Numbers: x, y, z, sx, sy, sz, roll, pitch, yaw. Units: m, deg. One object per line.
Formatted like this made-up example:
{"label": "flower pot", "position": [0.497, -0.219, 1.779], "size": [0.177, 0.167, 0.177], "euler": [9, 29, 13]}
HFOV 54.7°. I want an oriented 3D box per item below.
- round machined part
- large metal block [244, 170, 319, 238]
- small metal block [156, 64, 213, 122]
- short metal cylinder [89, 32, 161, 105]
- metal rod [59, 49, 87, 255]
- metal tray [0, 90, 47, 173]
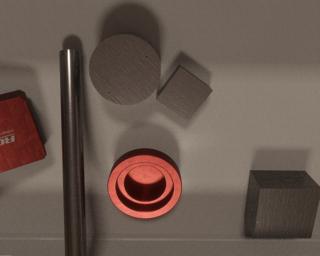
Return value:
{"label": "round machined part", "position": [-0.020, 0.072, 0.429], "size": [0.099, 0.042, 0.097], "euler": [0, 110, -1]}
{"label": "large metal block", "position": [0.171, 0.108, 0.440], "size": [0.081, 0.050, 0.079], "euler": [1, 110, -1]}
{"label": "small metal block", "position": [0.030, -0.045, 0.395], "size": [0.050, 0.025, 0.050], "euler": [34, 106, -12]}
{"label": "short metal cylinder", "position": [-0.039, -0.073, 0.371], "size": [0.081, 0.050, 0.079], "euler": [0, 110, -1]}
{"label": "metal rod", "position": [-0.103, 0.057, 0.370], "size": [0.025, 0.025, 0.298], "euler": [-3, 87, 0]}
{"label": "metal tray", "position": [-0.219, 0.014, 0.379], "size": [0.131, 0.030, 0.089], "euler": [-18, 120, -18]}
